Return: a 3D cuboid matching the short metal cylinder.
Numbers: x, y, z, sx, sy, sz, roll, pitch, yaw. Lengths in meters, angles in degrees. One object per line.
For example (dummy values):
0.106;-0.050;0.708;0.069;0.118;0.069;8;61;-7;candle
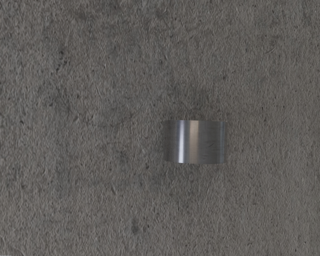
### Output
0.045;0.017;0.396;0.081;0.080;0.050;2;90;-20;short metal cylinder
